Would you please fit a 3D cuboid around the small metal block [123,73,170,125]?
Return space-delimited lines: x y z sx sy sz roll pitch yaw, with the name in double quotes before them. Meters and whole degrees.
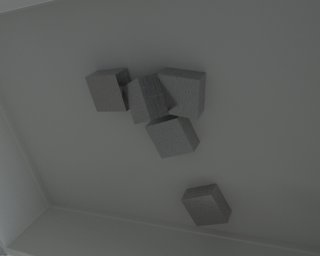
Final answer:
"small metal block" -0.018 -0.034 0.374 0.050 0.025 0.050 -11 97 64

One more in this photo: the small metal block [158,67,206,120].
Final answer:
"small metal block" 0.026 -0.042 0.368 0.050 0.025 0.050 12 124 21

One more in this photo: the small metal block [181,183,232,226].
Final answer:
"small metal block" 0.066 0.110 0.441 0.050 0.025 0.050 -19 109 35

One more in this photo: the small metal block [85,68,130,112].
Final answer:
"small metal block" -0.064 -0.050 0.409 0.050 0.025 0.050 1 119 31

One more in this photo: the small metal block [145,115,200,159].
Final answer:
"small metal block" 0.017 0.009 0.404 0.050 0.025 0.050 -15 111 34
